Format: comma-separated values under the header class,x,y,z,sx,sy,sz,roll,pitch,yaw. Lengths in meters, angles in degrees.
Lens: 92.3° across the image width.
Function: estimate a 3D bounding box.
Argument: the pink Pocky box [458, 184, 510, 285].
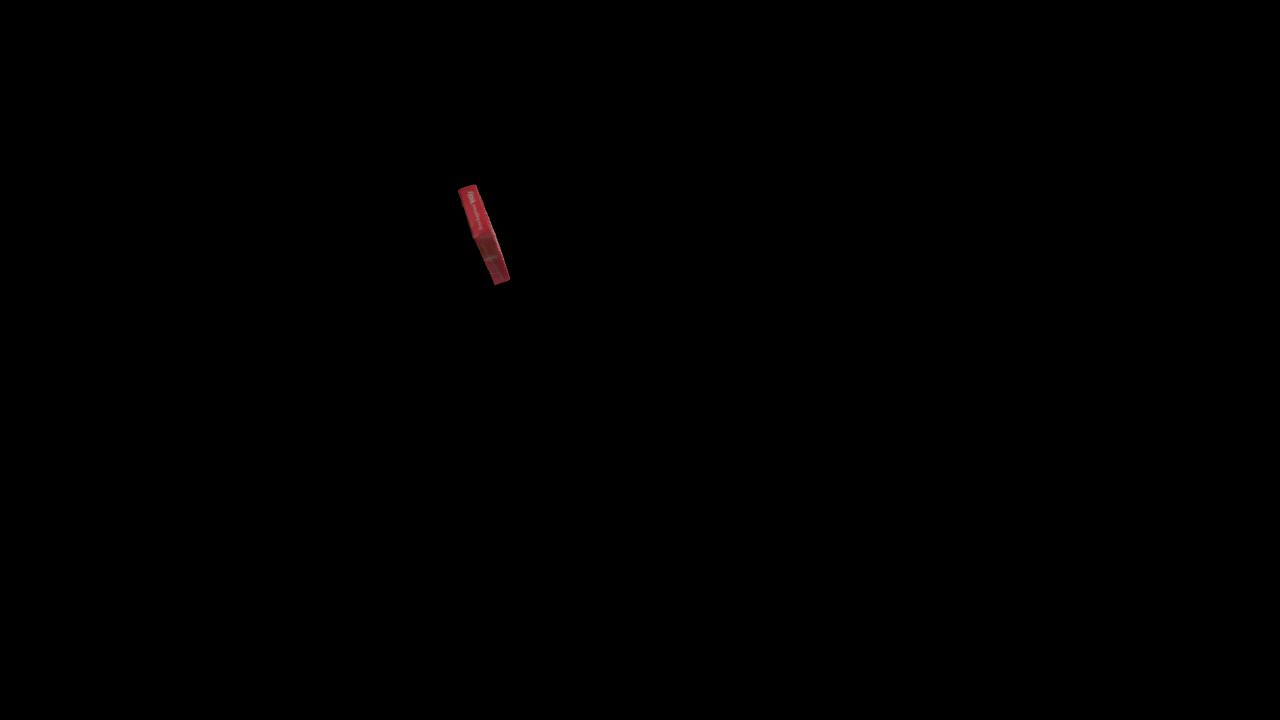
class,x,y,z,sx,sy,sz,roll,pitch,yaw
pink Pocky box,-0.230,-0.183,0.920,0.029,0.084,0.155,-19,-17,-7
